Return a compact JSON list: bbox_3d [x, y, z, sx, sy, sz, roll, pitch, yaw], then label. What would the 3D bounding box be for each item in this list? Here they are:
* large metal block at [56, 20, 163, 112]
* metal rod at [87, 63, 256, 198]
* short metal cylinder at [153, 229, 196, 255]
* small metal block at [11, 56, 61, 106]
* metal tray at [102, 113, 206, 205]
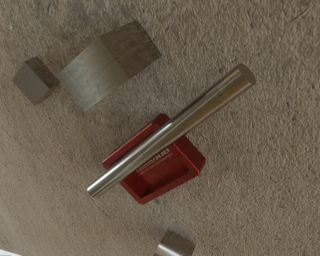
[{"bbox_3d":[-0.056,-0.072,0.355,0.080,0.080,0.050,-28,103,37],"label":"large metal block"},{"bbox_3d":[-0.009,0.022,0.384,0.025,0.025,0.299,47,129,-5],"label":"metal rod"},{"bbox_3d":[0.016,0.209,0.491,0.050,0.080,0.079,27,128,11],"label":"short metal cylinder"},{"bbox_3d":[-0.184,-0.069,0.459,0.050,0.025,0.050,-34,100,38],"label":"small metal block"},{"bbox_3d":[-0.012,0.049,0.438,0.090,0.030,0.129,48,128,-6],"label":"metal tray"}]
